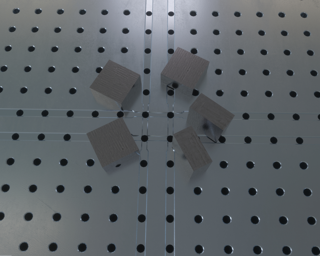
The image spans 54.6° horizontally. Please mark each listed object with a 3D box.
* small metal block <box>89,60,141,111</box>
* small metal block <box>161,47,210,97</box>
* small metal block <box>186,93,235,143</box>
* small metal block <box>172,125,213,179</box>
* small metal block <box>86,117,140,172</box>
[{"bbox_3d":[-0.061,-0.060,0.433,0.050,0.025,0.050,28,72,9],"label":"small metal block"},{"bbox_3d":[0.035,-0.080,0.441,0.050,0.025,0.050,28,72,9],"label":"small metal block"},{"bbox_3d":[0.064,-0.012,0.403,0.050,0.050,0.025,36,74,12],"label":"small metal block"},{"bbox_3d":[0.038,0.031,0.387,0.025,0.050,0.050,-26,72,-9],"label":"small metal block"},{"bbox_3d":[-0.060,0.021,0.404,0.050,0.025,0.050,-26,72,-9],"label":"small metal block"}]
